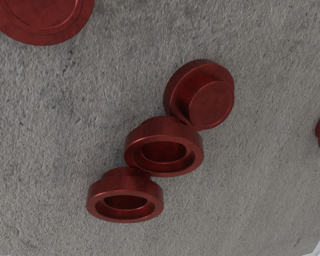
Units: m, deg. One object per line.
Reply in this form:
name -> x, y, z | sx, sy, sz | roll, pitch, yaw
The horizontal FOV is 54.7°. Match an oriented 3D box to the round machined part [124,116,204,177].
round machined part -> 0.005, 0.021, 0.393 | 0.099, 0.042, 0.097 | 0, 143, 0

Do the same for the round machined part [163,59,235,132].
round machined part -> 0.057, -0.037, 0.404 | 0.099, 0.042, 0.097 | -14, 124, -21

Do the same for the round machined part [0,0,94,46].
round machined part -> -0.104, -0.118, 0.265 | 0.099, 0.042, 0.097 | -14, 124, -21

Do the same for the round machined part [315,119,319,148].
round machined part -> 0.331, 0.001, 0.577 | 0.099, 0.042, 0.097 | -14, 124, -21

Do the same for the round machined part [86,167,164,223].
round machined part -> -0.045, 0.086, 0.407 | 0.099, 0.042, 0.097 | -1, 141, -1
